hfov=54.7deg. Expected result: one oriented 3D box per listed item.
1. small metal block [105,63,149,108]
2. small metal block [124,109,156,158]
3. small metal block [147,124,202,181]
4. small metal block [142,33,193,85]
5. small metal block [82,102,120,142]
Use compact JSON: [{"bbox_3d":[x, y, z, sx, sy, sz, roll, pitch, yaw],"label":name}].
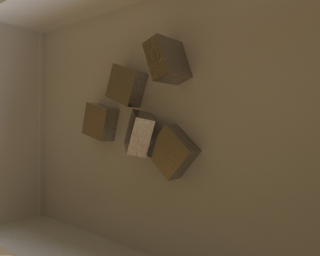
[{"bbox_3d":[-0.048,-0.061,0.444,0.050,0.025,0.050,26,106,36],"label":"small metal block"},{"bbox_3d":[-0.028,0.006,0.411,0.050,0.025,0.050,-124,48,-71],"label":"small metal block"},{"bbox_3d":[0.016,0.030,0.392,0.050,0.025,0.050,49,118,28],"label":"small metal block"},{"bbox_3d":[0.010,-0.083,0.381,0.025,0.050,0.050,-24,75,37],"label":"small metal block"},{"bbox_3d":[-0.093,-0.010,0.481,0.050,0.025,0.050,18,102,38],"label":"small metal block"}]
